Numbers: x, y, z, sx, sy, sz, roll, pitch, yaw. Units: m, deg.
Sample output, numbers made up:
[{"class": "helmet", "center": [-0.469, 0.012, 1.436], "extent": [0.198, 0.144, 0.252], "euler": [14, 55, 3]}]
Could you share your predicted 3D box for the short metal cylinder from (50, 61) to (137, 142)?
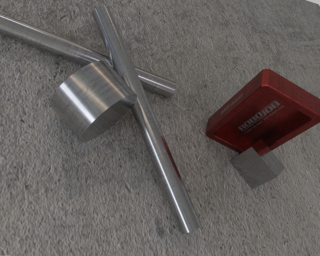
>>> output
[{"class": "short metal cylinder", "center": [-0.073, -0.029, 0.347], "extent": [0.050, 0.080, 0.080], "euler": [48, 51, 5]}]

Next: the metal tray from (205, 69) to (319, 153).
[{"class": "metal tray", "center": [0.133, -0.011, 0.415], "extent": [0.090, 0.129, 0.030], "euler": [27, 53, -12]}]

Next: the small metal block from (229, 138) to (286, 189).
[{"class": "small metal block", "center": [0.134, 0.050, 0.429], "extent": [0.025, 0.050, 0.050], "euler": [-32, 80, -38]}]

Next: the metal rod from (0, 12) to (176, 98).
[{"class": "metal rod", "center": [-0.119, -0.101, 0.401], "extent": [0.302, 0.025, 0.025], "euler": [19, 55, -17]}]

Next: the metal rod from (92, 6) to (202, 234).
[{"class": "metal rod", "center": [-0.021, -0.019, 0.382], "extent": [0.025, 0.025, 0.299], "euler": [-15, 76, -34]}]
